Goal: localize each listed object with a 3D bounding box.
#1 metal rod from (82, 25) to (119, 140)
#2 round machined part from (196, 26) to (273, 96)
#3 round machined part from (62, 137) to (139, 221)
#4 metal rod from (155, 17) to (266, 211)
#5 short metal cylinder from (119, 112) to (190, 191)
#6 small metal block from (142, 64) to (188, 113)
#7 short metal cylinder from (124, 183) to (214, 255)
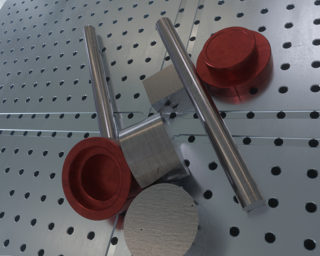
[{"bbox_3d":[-0.099,-0.072,0.504,0.025,0.025,0.299,-27,52,12],"label":"metal rod"},{"bbox_3d":[0.094,-0.093,0.405,0.098,0.042,0.098,-13,56,21],"label":"round machined part"},{"bbox_3d":[-0.068,0.060,0.381,0.098,0.042,0.097,-2,86,24],"label":"round machined part"},{"bbox_3d":[0.050,-0.040,0.391,0.025,0.025,0.299,-28,57,11],"label":"metal rod"},{"bbox_3d":[-0.006,0.028,0.356,0.050,0.080,0.080,-25,53,5],"label":"short metal cylinder"},{"bbox_3d":[0.008,-0.055,0.438,0.050,0.025,0.050,-29,52,10],"label":"small metal block"},{"bbox_3d":[0.010,0.104,0.323,0.080,0.050,0.080,-13,56,21],"label":"short metal cylinder"}]
